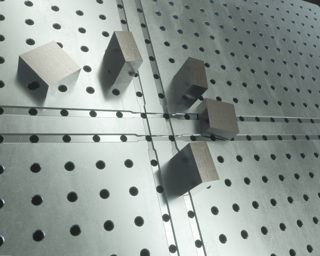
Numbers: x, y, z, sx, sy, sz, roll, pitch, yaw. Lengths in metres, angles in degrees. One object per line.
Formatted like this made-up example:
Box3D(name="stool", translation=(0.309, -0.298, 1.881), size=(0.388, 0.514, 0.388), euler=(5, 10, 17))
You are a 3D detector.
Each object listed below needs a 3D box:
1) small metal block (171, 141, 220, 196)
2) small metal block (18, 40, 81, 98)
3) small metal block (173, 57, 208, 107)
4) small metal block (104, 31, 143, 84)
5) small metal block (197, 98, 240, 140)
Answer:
Box3D(name="small metal block", translation=(0.042, 0.050, 0.383), size=(0.025, 0.050, 0.050), euler=(-2, 63, -29))
Box3D(name="small metal block", translation=(-0.135, -0.073, 0.380), size=(0.050, 0.025, 0.050), euler=(45, 51, 3))
Box3D(name="small metal block", translation=(0.044, -0.067, 0.456), size=(0.025, 0.050, 0.050), euler=(11, 57, -23))
Box3D(name="small metal block", translation=(-0.051, -0.095, 0.422), size=(0.025, 0.050, 0.050), euler=(-8, 66, -32))
Box3D(name="small metal block", translation=(0.086, -0.013, 0.462), size=(0.050, 0.025, 0.050), euler=(10, 57, -23))
